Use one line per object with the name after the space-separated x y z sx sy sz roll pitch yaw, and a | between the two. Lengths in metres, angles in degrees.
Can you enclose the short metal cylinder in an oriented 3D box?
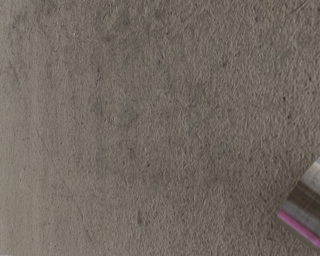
0.141 0.062 0.252 0.050 0.081 0.079 38 113 33 | short metal cylinder
